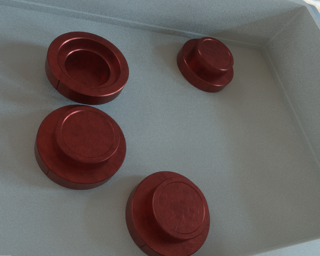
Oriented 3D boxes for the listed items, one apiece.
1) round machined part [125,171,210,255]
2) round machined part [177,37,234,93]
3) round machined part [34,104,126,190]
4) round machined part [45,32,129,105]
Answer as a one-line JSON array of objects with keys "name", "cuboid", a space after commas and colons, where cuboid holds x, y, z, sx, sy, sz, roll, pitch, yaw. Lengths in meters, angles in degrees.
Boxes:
[{"name": "round machined part", "cuboid": [0.015, 0.094, 0.347, 0.099, 0.042, 0.098, 14, 56, -21]}, {"name": "round machined part", "cuboid": [0.081, -0.110, 0.508, 0.099, 0.042, 0.098, 14, 56, -21]}, {"name": "round machined part", "cuboid": [-0.084, 0.015, 0.342, 0.099, 0.042, 0.098, 14, 56, -21]}, {"name": "round machined part", "cuboid": [-0.092, -0.069, 0.388, 0.099, 0.042, 0.098, 14, 56, -21]}]
